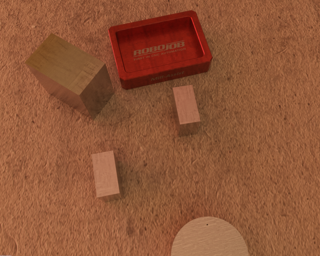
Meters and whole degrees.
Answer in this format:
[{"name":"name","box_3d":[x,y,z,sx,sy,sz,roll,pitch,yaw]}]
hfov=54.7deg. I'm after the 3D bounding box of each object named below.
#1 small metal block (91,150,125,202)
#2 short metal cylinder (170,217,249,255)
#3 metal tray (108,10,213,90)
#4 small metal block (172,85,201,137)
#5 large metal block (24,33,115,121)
[{"name":"small metal block","box_3d":[-0.062,0.059,0.373,0.025,0.050,0.050,-11,71,-4]},{"name":"short metal cylinder","box_3d":[0.052,0.141,0.343,0.081,0.050,0.080,0,70,0]},{"name":"metal tray","box_3d":[-0.001,-0.113,0.446,0.131,0.030,0.090,-13,71,-5]},{"name":"small metal block","box_3d":[0.032,-0.021,0.403,0.025,0.050,0.050,-9,70,-3]},{"name":"large metal block","box_3d":[-0.112,-0.063,0.401,0.080,0.080,0.050,31,73,10]}]
